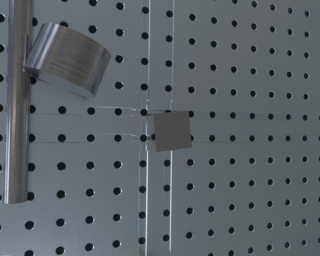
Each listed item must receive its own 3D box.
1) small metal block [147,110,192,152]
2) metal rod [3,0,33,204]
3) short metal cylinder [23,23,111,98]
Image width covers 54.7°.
[{"bbox_3d":[0.013,0.004,0.418,0.050,0.025,0.050,-6,92,-20],"label":"small metal block"},{"bbox_3d":[-0.161,-0.066,0.353,0.025,0.025,0.298,2,90,-20],"label":"metal rod"},{"bbox_3d":[-0.102,-0.073,0.346,0.080,0.080,0.050,22,83,-19],"label":"short metal cylinder"}]
